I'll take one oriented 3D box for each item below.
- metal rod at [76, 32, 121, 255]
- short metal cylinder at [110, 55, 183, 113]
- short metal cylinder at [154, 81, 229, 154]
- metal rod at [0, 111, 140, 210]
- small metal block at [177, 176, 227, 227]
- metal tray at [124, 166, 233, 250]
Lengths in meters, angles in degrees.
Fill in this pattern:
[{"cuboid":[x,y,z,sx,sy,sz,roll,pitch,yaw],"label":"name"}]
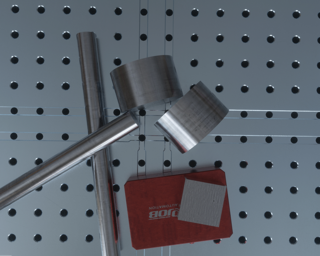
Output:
[{"cuboid":[-0.081,0.024,0.412,0.025,0.025,0.298,-7,90,0],"label":"metal rod"},{"cuboid":[-0.016,-0.053,0.386,0.080,0.080,0.050,-16,90,0],"label":"short metal cylinder"},{"cuboid":[0.039,-0.013,0.386,0.080,0.080,0.050,-44,90,0],"label":"short metal cylinder"},{"cuboid":[-0.160,0.065,0.395,0.301,0.025,0.025,-31,90,6],"label":"metal rod"},{"cuboid":[0.051,0.090,0.384,0.050,0.025,0.050,11,90,-1],"label":"small metal block"},{"cuboid":[0.024,0.104,0.411,0.131,0.030,0.089,-7,90,-1],"label":"metal tray"}]
